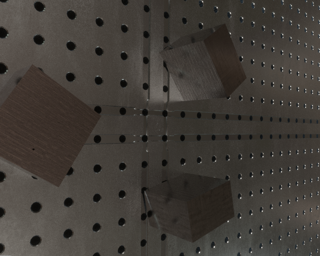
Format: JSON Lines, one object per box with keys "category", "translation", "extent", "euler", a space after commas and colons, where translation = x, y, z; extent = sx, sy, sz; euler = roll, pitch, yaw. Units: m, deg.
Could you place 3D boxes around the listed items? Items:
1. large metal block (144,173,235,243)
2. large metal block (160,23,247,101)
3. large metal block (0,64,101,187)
{"category": "large metal block", "translation": [0.038, 0.099, 0.408], "extent": [0.081, 0.080, 0.050], "euler": [-15, 100, -39]}
{"category": "large metal block", "translation": [0.059, -0.086, 0.425], "extent": [0.050, 0.080, 0.080], "euler": [-44, 117, -32]}
{"category": "large metal block", "translation": [-0.118, -0.001, 0.295], "extent": [0.080, 0.050, 0.080], "euler": [41, 65, -33]}
